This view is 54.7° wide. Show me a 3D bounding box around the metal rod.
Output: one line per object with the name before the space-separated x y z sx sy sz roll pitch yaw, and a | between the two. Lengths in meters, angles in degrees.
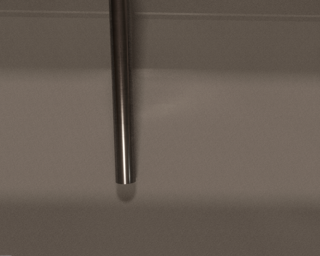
metal rod | -0.046 -0.082 0.374 0.025 0.025 0.298 -2 95 -1
